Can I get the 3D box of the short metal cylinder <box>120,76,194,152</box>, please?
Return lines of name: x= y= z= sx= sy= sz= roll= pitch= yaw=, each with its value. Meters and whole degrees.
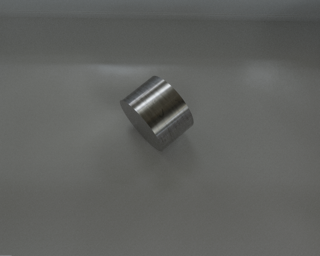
short metal cylinder: x=-0.004 y=-0.017 z=0.384 sx=0.050 sy=0.080 sz=0.080 roll=-40 pitch=75 yaw=-13
